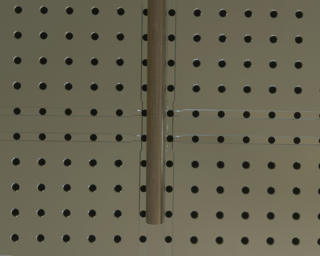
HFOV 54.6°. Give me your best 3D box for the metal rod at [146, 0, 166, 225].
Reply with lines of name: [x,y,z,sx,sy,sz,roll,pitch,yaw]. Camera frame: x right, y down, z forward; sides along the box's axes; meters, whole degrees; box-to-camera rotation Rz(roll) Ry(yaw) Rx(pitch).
metal rod: [-0.005,-0.024,0.414,0.025,0.025,0.298,1,90,0]
